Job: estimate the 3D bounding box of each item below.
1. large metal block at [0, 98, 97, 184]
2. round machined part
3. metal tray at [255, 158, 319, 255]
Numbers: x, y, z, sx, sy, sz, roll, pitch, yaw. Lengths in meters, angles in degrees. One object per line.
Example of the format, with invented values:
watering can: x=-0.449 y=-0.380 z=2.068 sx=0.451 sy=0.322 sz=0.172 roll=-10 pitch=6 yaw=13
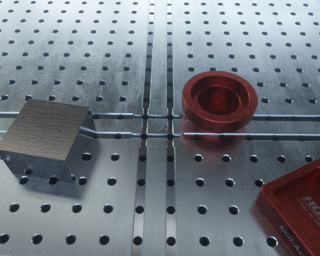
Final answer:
large metal block: x=-0.133 y=0.015 z=0.378 sx=0.080 sy=0.050 sz=0.080 roll=8 pitch=51 yaw=7
round machined part: x=0.079 y=-0.031 z=0.423 sx=0.099 sy=0.042 sz=0.098 roll=0 pitch=50 yaw=0
metal tray: x=0.175 y=0.102 z=0.319 sx=0.091 sy=0.030 sz=0.130 roll=-21 pitch=53 yaw=-17
